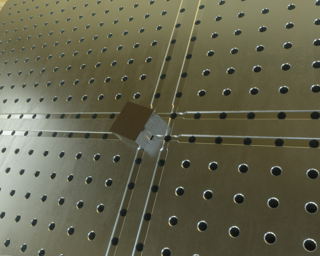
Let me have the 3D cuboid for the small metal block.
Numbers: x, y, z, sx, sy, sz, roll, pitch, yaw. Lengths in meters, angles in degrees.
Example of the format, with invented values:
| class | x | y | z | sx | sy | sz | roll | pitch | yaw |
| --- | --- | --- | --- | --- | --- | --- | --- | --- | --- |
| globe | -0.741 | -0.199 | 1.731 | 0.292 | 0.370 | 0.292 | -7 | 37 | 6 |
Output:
| class | x | y | z | sx | sy | sz | roll | pitch | yaw |
| --- | --- | --- | --- | --- | --- | --- | --- | --- | --- |
| small metal block | -0.034 | -0.005 | 0.430 | 0.050 | 0.025 | 0.050 | 20 | 72 | 35 |
